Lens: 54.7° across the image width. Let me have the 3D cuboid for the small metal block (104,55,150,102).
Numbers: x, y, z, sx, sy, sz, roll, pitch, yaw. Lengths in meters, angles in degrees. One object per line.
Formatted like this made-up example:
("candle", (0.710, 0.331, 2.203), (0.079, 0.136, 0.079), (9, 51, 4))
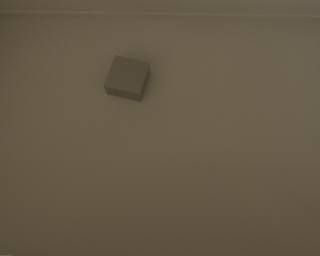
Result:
("small metal block", (-0.045, -0.069, 0.434), (0.050, 0.025, 0.050), (14, 71, 4))
